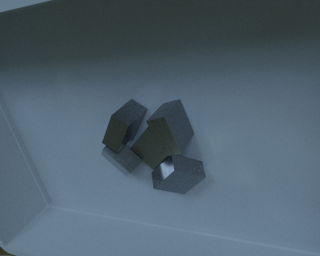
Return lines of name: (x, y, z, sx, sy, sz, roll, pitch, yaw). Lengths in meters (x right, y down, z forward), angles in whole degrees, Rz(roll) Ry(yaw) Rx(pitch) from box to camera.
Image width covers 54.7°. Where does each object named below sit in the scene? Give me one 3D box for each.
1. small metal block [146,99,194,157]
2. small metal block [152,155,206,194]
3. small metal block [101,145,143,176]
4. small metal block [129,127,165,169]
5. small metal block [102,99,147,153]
small metal block: (0.014, -0.001, 0.381, 0.025, 0.050, 0.050, -12, 112, 32)
small metal block: (0.024, 0.063, 0.415, 0.050, 0.025, 0.050, 16, 135, -29)
small metal block: (-0.056, 0.042, 0.445, 0.050, 0.025, 0.050, 41, 162, -1)
small metal block: (-0.006, 0.025, 0.423, 0.050, 0.025, 0.050, 41, 129, 0)
small metal block: (-0.047, -0.003, 0.411, 0.025, 0.050, 0.050, 32, 128, 7)
